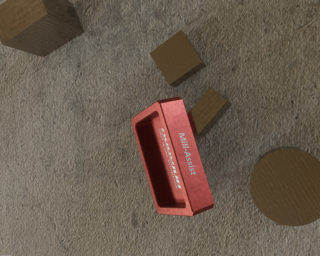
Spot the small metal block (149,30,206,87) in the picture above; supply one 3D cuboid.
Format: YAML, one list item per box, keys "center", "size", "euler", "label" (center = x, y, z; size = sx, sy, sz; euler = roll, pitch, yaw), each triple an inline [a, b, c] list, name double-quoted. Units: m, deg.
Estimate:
- center: [0.023, -0.089, 0.401]
  size: [0.050, 0.025, 0.050]
  euler: [-34, 79, 17]
  label: "small metal block"

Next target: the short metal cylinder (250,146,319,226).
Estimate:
- center: [0.144, 0.062, 0.345]
  size: [0.080, 0.050, 0.079]
  euler: [0, 90, 20]
  label: "short metal cylinder"

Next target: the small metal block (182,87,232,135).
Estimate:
- center: [0.059, -0.019, 0.375]
  size: [0.025, 0.050, 0.050]
  euler: [42, 103, 15]
  label: "small metal block"

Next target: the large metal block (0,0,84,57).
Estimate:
- center: [-0.171, -0.150, 0.440]
  size: [0.080, 0.080, 0.050]
  euler: [-25, 82, 18]
  label: "large metal block"

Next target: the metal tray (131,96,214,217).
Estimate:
- center: [0.010, 0.037, 0.374]
  size: [0.090, 0.030, 0.129]
  euler: [-27, 78, 61]
  label: "metal tray"
